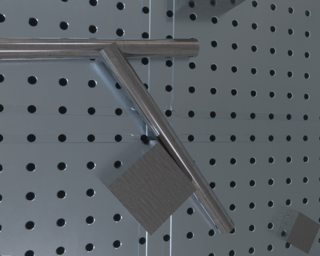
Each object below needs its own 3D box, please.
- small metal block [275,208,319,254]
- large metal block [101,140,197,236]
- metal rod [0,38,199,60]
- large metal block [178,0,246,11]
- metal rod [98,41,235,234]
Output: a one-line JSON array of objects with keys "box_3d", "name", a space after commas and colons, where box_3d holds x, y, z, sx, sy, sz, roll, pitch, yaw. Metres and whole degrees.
[{"box_3d": [0.220, 0.164, 0.494, 0.050, 0.025, 0.050, 33, 79, -17], "name": "small metal block"}, {"box_3d": [-0.015, 0.072, 0.394, 0.080, 0.050, 0.080, -42, 103, -15], "name": "large metal block"}, {"box_3d": [-0.092, -0.097, 0.378, 0.303, 0.025, 0.025, -6, 92, -20], "name": "metal rod"}, {"box_3d": [0.069, -0.210, 0.424, 0.081, 0.050, 0.079, -6, 92, -20], "name": "large metal block"}, {"box_3d": [0.017, 0.024, 0.405, 0.025, 0.025, 0.299, -39, 107, -16], "name": "metal rod"}]
